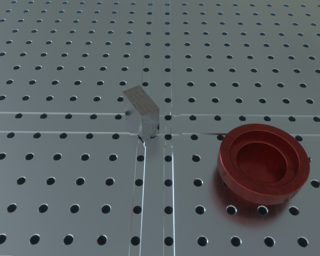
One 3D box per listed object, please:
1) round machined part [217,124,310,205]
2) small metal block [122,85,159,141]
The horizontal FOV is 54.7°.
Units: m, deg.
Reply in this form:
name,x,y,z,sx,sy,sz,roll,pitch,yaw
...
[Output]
name,x,y,z,sx,sy,sz,roll,pitch,yaw
round machined part,0.116,0.045,0.360,0.099,0.042,0.098,0,50,0
small metal block,-0.025,-0.020,0.408,0.025,0.050,0.050,-25,55,-20
